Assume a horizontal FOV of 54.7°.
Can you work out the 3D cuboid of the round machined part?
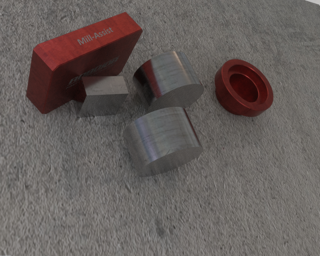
[{"bbox_3d":[0.129,-0.059,0.498,0.099,0.042,0.098,14,56,-21],"label":"round machined part"}]

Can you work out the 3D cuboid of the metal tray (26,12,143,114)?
[{"bbox_3d":[-0.087,-0.077,0.362,0.030,0.090,0.131,48,51,5],"label":"metal tray"}]

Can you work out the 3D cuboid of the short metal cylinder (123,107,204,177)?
[{"bbox_3d":[0.003,0.018,0.360,0.081,0.080,0.050,-9,67,-32],"label":"short metal cylinder"}]

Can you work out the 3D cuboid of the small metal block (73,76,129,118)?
[{"bbox_3d":[-0.072,-0.037,0.371,0.050,0.050,0.025,-7,65,-31],"label":"small metal block"}]

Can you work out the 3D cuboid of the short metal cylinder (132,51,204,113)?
[{"bbox_3d":[0.011,-0.055,0.408,0.081,0.080,0.050,-12,68,-33],"label":"short metal cylinder"}]
